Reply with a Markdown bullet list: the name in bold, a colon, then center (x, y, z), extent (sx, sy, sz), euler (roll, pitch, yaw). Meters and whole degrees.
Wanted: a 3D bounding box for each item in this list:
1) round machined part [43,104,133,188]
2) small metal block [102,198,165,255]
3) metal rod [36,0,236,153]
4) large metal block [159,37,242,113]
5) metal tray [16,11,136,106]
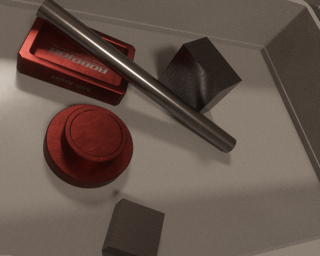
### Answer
- **round machined part**: center (-0.076, 0.014, 0.346), extent (0.099, 0.042, 0.098), euler (14, 56, -21)
- **small metal block**: center (-0.027, 0.109, 0.326), extent (0.050, 0.025, 0.050), euler (24, 53, -14)
- **metal rod**: center (-0.016, -0.056, 0.398), extent (0.301, 0.025, 0.025), euler (35, 50, -19)
- **large metal block**: center (0.054, -0.069, 0.443), extent (0.050, 0.080, 0.080), euler (-28, 78, -38)
- **metal tray**: center (-0.103, -0.091, 0.403), extent (0.131, 0.030, 0.090), euler (19, 54, -17)
